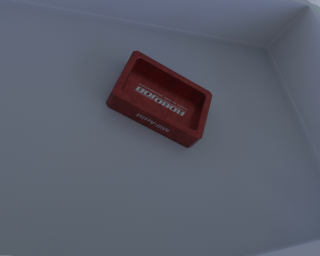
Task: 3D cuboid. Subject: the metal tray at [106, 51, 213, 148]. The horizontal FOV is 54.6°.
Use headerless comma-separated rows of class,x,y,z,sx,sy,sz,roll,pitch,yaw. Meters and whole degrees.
metal tray,0.003,-0.040,0.427,0.131,0.030,0.090,28,52,-11
